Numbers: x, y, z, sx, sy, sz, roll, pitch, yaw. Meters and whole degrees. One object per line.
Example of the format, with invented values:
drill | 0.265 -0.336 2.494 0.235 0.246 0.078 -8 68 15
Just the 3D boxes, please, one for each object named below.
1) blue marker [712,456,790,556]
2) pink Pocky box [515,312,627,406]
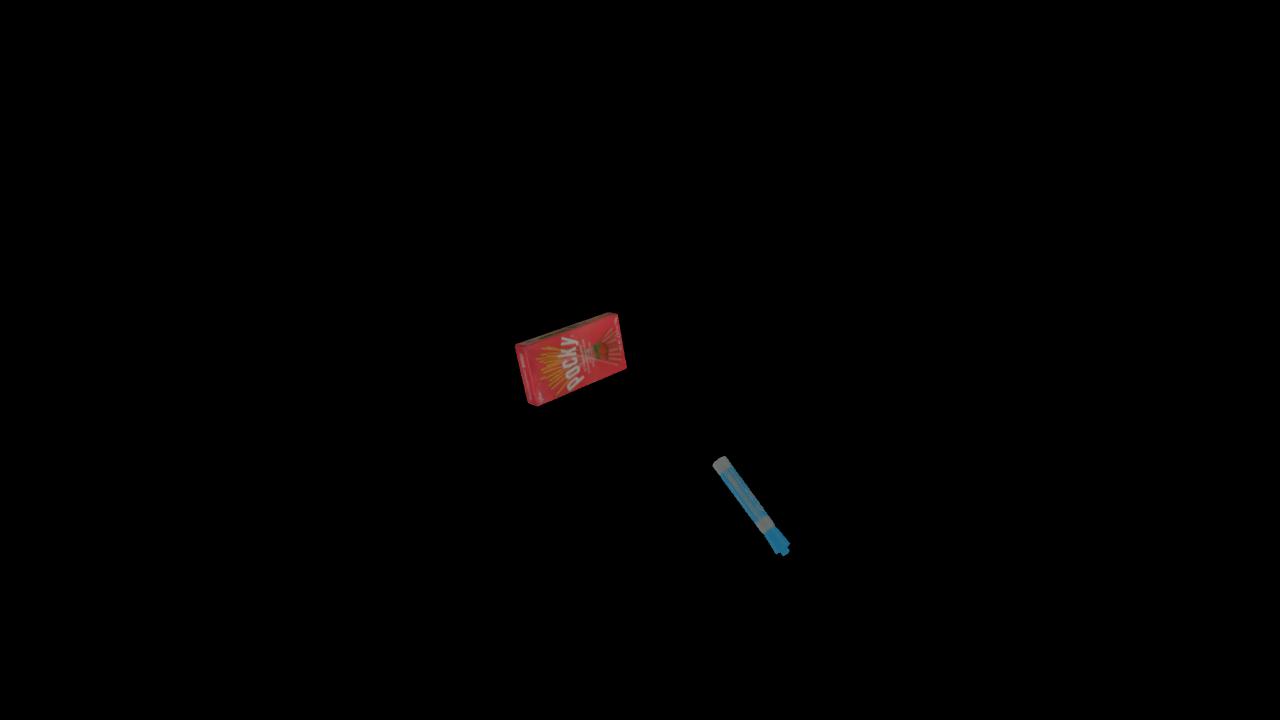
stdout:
blue marker | 0.120 0.156 0.661 0.020 0.121 0.020 -27 -30 -17
pink Pocky box | -0.089 -0.003 0.830 0.155 0.084 0.029 -22 22 -35
